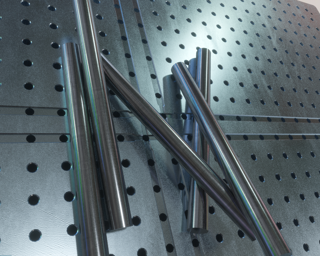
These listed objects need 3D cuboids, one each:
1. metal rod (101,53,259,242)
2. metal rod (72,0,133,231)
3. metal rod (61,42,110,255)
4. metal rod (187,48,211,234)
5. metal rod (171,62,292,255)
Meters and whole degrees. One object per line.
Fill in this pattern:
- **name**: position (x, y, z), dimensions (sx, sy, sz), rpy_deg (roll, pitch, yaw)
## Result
- **metal rod**: position (0.013, 0.014, 0.385), dimensions (0.300, 0.025, 0.025), rpy_deg (47, 50, 13)
- **metal rod**: position (-0.073, -0.033, 0.371), dimensions (0.025, 0.025, 0.299), rpy_deg (-2, 68, -30)
- **metal rod**: position (-0.086, 0.027, 0.346), dimensions (0.025, 0.025, 0.299), rpy_deg (1, 61, -28)
- **metal rod**: position (0.059, -0.004, 0.443), dimensions (0.025, 0.025, 0.300), rpy_deg (19, 54, -18)
- **metal rod**: position (0.073, 0.016, 0.392), dimensions (0.025, 0.025, 0.300), rpy_deg (2, 46, -28)
